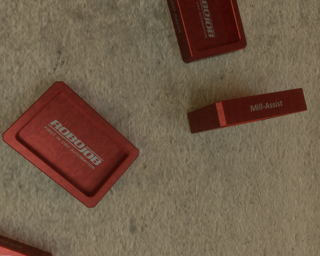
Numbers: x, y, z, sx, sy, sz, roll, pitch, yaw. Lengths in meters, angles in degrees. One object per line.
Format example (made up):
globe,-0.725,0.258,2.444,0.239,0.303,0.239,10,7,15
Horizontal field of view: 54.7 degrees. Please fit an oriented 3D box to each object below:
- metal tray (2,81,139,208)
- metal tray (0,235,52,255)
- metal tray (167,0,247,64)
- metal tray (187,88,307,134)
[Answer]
metal tray,-0.102,0.020,0.369,0.130,0.030,0.090,44,76,-15
metal tray,-0.196,0.163,0.334,0.131,0.030,0.090,29,80,-18
metal tray,0.062,-0.164,0.430,0.091,0.030,0.129,-17,96,-20
metal tray,0.114,-0.022,0.416,0.131,0.090,0.030,-10,87,-20
